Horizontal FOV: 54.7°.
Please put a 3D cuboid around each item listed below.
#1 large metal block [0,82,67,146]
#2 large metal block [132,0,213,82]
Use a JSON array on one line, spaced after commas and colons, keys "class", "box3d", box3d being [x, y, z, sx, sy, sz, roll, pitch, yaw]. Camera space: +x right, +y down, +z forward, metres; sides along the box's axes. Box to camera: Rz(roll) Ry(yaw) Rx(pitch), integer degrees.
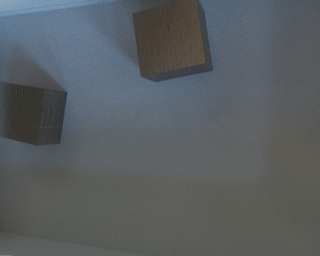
[{"class": "large metal block", "box3d": [-0.193, -0.022, 0.464, 0.080, 0.050, 0.079, 10, 93, 19]}, {"class": "large metal block", "box3d": [0.017, -0.108, 0.390, 0.080, 0.050, 0.080, -9, 87, 19]}]
